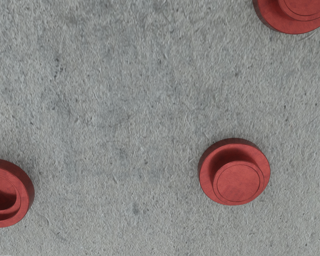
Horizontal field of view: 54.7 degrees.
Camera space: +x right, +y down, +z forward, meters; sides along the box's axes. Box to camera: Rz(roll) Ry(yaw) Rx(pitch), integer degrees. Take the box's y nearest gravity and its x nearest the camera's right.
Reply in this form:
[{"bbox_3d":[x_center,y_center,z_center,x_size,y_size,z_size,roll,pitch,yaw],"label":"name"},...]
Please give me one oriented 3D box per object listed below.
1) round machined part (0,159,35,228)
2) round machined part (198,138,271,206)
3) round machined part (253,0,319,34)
[{"bbox_3d":[-0.223,0.086,0.430,0.099,0.042,0.097,0,110,0],"label":"round machined part"},{"bbox_3d":[0.103,0.066,0.426,0.099,0.042,0.097,0,110,0],"label":"round machined part"},{"bbox_3d":[0.157,-0.155,0.345,0.099,0.042,0.097,0,110,0],"label":"round machined part"}]
